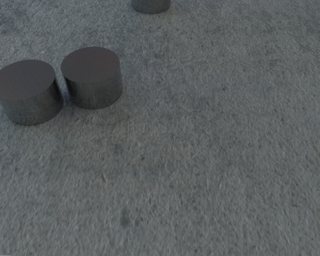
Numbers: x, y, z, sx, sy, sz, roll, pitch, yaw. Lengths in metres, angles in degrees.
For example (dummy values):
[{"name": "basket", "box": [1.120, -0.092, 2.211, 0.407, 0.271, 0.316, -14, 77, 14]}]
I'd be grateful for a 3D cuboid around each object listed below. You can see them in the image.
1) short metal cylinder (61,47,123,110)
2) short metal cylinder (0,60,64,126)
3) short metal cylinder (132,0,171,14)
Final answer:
[{"name": "short metal cylinder", "box": [-0.096, -0.073, 0.447, 0.081, 0.050, 0.080, 0, 50, 0]}, {"name": "short metal cylinder", "box": [-0.179, -0.049, 0.426, 0.081, 0.050, 0.080, 0, 50, 0]}, {"name": "short metal cylinder", "box": [-0.018, -0.270, 0.613, 0.081, 0.050, 0.080, 0, 50, 0]}]
